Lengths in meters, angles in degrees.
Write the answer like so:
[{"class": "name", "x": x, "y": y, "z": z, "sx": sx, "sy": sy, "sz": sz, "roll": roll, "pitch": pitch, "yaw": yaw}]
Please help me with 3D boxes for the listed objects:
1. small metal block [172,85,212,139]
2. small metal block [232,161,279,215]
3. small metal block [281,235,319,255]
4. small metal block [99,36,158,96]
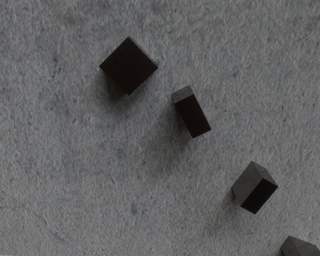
[{"class": "small metal block", "x": 0.039, "y": -0.022, "z": 0.389, "sx": 0.025, "sy": 0.050, "sz": 0.050, "roll": -26, "pitch": 108, "yaw": 9}, {"class": "small metal block", "x": 0.130, "y": 0.081, "z": 0.428, "sx": 0.025, "sy": 0.050, "sz": 0.050, "roll": 30, "pitch": 107, "yaw": -11}, {"class": "small metal block", "x": 0.222, "y": 0.198, "z": 0.473, "sx": 0.050, "sy": 0.050, "sz": 0.025, "roll": 22, "pitch": 109, "yaw": -8}, {"class": "small metal block", "x": -0.038, "y": -0.077, "z": 0.381, "sx": 0.050, "sy": 0.025, "sz": 0.050, "roll": -42, "pitch": 105, "yaw": 13}]
